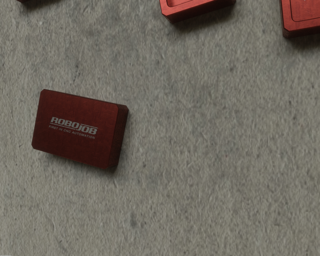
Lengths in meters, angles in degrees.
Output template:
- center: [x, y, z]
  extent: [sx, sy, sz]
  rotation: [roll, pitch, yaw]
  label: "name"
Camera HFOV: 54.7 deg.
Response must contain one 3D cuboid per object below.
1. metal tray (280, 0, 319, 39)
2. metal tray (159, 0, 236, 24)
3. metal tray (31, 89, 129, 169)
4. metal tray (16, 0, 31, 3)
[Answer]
- center: [0.199, -0.156, 0.336]
  extent: [0.130, 0.030, 0.089]
  rotation: [-5, 88, 19]
  label: "metal tray"
- center: [0.038, -0.210, 0.392]
  extent: [0.090, 0.030, 0.129]
  rotation: [-12, 86, 19]
  label: "metal tray"
- center: [-0.117, -0.001, 0.446]
  extent: [0.130, 0.030, 0.089]
  rotation: [13, 94, 19]
  label: "metal tray"
- center: [-0.198, -0.270, 0.474]
  extent: [0.090, 0.030, 0.129]
  rotation: [-10, 87, 19]
  label: "metal tray"
